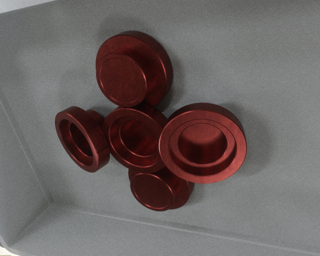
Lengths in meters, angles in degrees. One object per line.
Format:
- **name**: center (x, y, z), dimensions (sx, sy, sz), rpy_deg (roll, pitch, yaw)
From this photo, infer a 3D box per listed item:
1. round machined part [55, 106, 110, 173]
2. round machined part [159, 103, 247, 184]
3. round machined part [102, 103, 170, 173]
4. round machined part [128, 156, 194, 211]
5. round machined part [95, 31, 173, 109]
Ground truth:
- **round machined part**: center (-0.104, 0.012, 0.448), dimensions (0.098, 0.042, 0.097), rpy_deg (28, 135, 32)
- **round machined part**: center (0.050, 0.014, 0.367), dimensions (0.098, 0.042, 0.097), rpy_deg (4, 118, 7)
- **round machined part**: center (-0.024, 0.009, 0.413), dimensions (0.098, 0.042, 0.097), rpy_deg (13, 124, 21)
- **round machined part**: center (-0.004, 0.081, 0.448), dimensions (0.098, 0.042, 0.097), rpy_deg (13, 124, 21)
- **round machined part**: center (-0.038, -0.064, 0.376), dimensions (0.098, 0.042, 0.097), rpy_deg (13, 124, 21)
